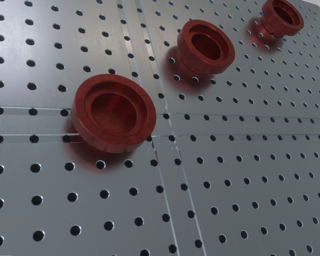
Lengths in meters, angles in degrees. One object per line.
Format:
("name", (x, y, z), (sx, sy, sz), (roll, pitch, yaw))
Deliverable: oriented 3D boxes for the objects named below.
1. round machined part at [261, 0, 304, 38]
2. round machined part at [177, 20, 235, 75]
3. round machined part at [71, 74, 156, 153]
("round machined part", (0.264, -0.240, 0.684), (0.099, 0.042, 0.098), (13, 56, -21))
("round machined part", (0.071, -0.128, 0.513), (0.099, 0.042, 0.098), (13, 56, -21))
("round machined part", (-0.057, -0.014, 0.374), (0.099, 0.042, 0.098), (13, 56, -21))
